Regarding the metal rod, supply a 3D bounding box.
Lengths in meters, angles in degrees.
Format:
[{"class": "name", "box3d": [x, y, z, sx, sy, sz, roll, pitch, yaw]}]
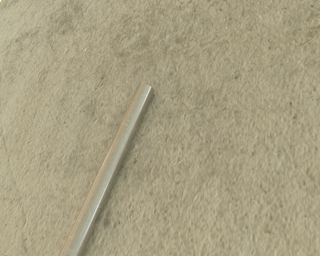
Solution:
[{"class": "metal rod", "box3d": [-0.073, 0.073, 0.395, 0.025, 0.025, 0.300, 9, 66, 32]}]
